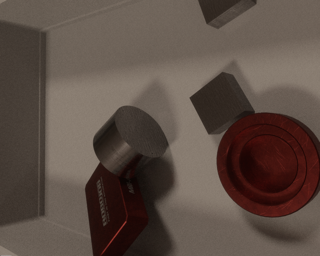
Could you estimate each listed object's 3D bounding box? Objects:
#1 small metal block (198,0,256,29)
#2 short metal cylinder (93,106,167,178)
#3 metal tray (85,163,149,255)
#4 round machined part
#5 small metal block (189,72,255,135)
[{"bbox_3d":[0.071,-0.148,0.346,0.050,0.025,0.050,-26,74,37],"label":"small metal block"},{"bbox_3d":[-0.038,0.018,0.400,0.050,0.081,0.080,-43,64,31],"label":"short metal cylinder"},{"bbox_3d":[-0.064,0.101,0.421,0.089,0.030,0.130,-56,34,24],"label":"metal tray"},{"bbox_3d":[0.109,0.034,0.305,0.098,0.042,0.097,0,90,39],"label":"round machined part"},{"bbox_3d":[0.069,-0.027,0.349,0.050,0.025,0.050,-38,67,33],"label":"small metal block"}]
